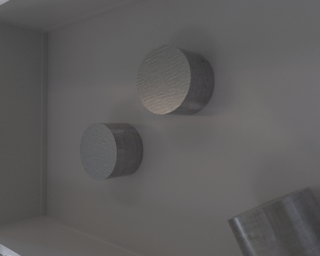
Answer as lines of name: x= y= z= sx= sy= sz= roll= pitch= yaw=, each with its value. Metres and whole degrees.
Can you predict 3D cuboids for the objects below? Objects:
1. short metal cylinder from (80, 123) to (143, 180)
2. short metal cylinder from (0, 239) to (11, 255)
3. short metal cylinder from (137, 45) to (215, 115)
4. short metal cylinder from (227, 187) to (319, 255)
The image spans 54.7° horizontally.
short metal cylinder: x=-0.071 y=0.033 z=0.449 sx=0.080 sy=0.050 sz=0.080 roll=0 pitch=90 yaw=40
short metal cylinder: x=-0.380 y=0.293 z=0.688 sx=0.050 sy=0.081 sz=0.079 roll=35 pitch=112 yaw=34
short metal cylinder: x=0.018 y=-0.056 z=0.376 sx=0.080 sy=0.050 sz=0.080 roll=0 pitch=90 yaw=40
short metal cylinder: x=0.109 y=0.093 z=0.281 sx=0.080 sy=0.081 sz=0.050 roll=-35 pitch=69 yaw=34
